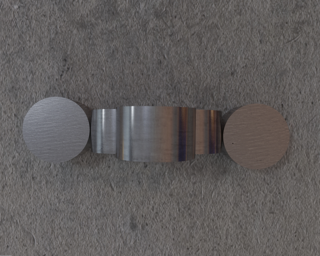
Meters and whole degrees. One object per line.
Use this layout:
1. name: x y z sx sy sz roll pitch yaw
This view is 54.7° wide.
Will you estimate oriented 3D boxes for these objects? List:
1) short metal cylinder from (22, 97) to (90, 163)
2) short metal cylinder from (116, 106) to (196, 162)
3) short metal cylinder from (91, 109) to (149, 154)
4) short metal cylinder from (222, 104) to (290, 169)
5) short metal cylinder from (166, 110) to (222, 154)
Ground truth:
1. short metal cylinder: -0.125 0.002 0.397 0.081 0.050 0.080 0 90 -1
2. short metal cylinder: -0.004 0.005 0.314 0.081 0.080 0.050 1 91 0
3. short metal cylinder: -0.044 0.004 0.383 0.081 0.080 0.050 0 90 0
4. short metal cylinder: 0.116 0.010 0.399 0.081 0.050 0.080 0 91 -1
5. short metal cylinder: 0.036 0.005 0.384 0.081 0.080 0.050 0 89 0
